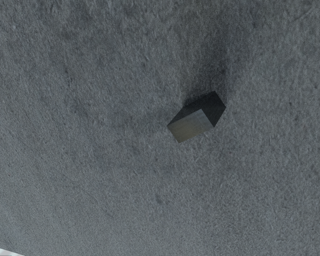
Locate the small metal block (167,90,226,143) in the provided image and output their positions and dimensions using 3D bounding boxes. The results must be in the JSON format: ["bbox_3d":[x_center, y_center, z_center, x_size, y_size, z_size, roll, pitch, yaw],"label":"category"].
[{"bbox_3d":[0.043,-0.013,0.360,0.050,0.050,0.025,-27,104,37],"label":"small metal block"}]
